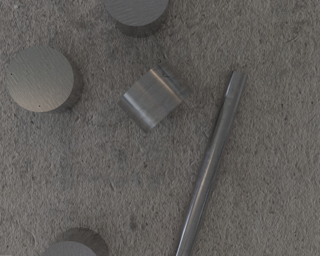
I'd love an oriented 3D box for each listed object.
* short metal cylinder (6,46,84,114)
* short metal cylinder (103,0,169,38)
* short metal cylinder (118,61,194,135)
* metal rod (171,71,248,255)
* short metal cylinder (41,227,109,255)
[{"bbox_3d":[-0.144,-0.059,0.396,0.081,0.050,0.079,0,90,0],"label":"short metal cylinder"},{"bbox_3d":[-0.029,-0.162,0.397,0.081,0.050,0.079,0,90,0],"label":"short metal cylinder"},{"bbox_3d":[-0.005,-0.037,0.382,0.080,0.080,0.050,-42,90,0],"label":"short metal cylinder"},{"bbox_3d":[0.060,0.071,0.410,0.025,0.025,0.298,17,90,0],"label":"metal rod"},{"bbox_3d":[-0.110,0.175,0.397,0.081,0.050,0.079,0,90,0],"label":"short metal cylinder"}]
